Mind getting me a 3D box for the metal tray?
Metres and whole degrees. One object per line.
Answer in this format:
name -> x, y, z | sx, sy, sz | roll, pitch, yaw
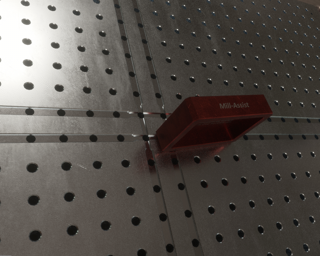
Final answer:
metal tray -> 0.071, -0.007, 0.410 | 0.131, 0.090, 0.030 | -5, 65, -31
